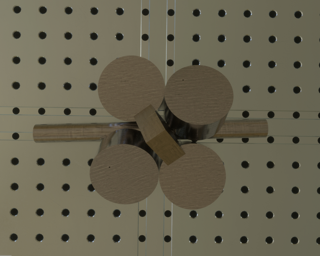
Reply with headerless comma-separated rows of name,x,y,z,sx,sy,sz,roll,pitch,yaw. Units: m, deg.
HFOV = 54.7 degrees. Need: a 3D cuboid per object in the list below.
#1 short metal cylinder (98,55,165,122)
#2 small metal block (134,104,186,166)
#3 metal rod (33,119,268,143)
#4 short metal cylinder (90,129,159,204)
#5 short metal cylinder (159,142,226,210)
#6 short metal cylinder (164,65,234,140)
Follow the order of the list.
short metal cylinder,-0.034,-0.048,0.397,0.081,0.050,0.079,0,90,0
small metal block,-0.001,0.008,0.362,0.025,0.050,0.050,-35,132,6
metal rod,-0.012,0.004,0.409,0.302,0.025,0.025,-1,90,0
short metal cylinder,-0.042,0.047,0.385,0.081,0.050,0.079,0,110,-1
short metal cylinder,0.039,0.058,0.397,0.081,0.050,0.079,0,90,0
short metal cylinder,0.046,-0.030,0.384,0.081,0.050,0.080,0,67,0
